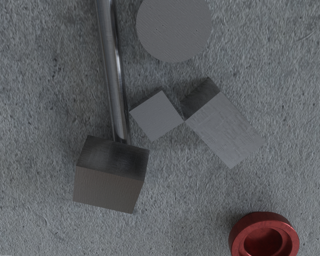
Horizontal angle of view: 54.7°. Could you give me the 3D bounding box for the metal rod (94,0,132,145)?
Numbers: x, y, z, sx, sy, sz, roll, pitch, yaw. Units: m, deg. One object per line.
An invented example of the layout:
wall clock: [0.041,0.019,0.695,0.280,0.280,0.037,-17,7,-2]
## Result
metal rod: [-0.060,-0.109,0.368,0.025,0.025,0.298,-4,110,1]

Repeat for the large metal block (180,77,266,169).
large metal block: [0.072,-0.009,0.378,0.050,0.080,0.080,-41,106,13]

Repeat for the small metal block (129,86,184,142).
small metal block: [-0.004,-0.018,0.403,0.050,0.025,0.050,-33,107,11]

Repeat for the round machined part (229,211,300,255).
round machined part: [0.151,0.165,0.464,0.099,0.042,0.097,0,110,-1]

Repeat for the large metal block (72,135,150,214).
large metal block: [-0.064,0.062,0.403,0.081,0.050,0.079,14,134,-6]

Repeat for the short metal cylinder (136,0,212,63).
short metal cylinder: [0.015,-0.118,0.353,0.081,0.050,0.079,0,110,-1]
